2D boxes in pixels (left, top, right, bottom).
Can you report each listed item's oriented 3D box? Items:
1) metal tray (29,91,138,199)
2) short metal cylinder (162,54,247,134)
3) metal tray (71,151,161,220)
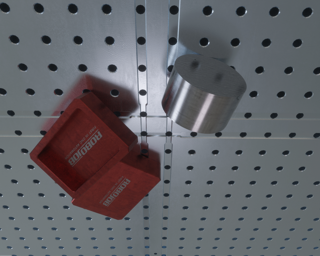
[{"bbox_3d":[-0.103,0.026,0.407,0.090,0.030,0.129,45,120,-4],"label":"metal tray"},{"bbox_3d":[0.047,-0.039,0.343,0.081,0.080,0.050,12,129,-10],"label":"short metal cylinder"},{"bbox_3d":[-0.069,0.088,0.483,0.090,0.030,0.129,26,125,-21],"label":"metal tray"}]
